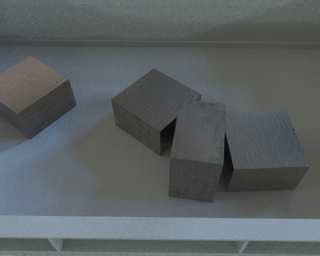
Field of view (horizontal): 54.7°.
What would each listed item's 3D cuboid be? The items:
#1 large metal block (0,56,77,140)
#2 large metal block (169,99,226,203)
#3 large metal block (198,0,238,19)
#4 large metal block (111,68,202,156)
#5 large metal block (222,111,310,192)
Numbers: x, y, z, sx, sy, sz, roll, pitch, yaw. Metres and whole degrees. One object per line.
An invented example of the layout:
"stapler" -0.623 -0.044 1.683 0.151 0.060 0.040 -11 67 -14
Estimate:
"large metal block" -0.177 -0.044 0.424 0.080 0.050 0.080 31 57 23
"large metal block" 0.041 0.026 0.347 0.050 0.080 0.080 7 51 6
"large metal block" 0.120 -0.274 0.602 0.050 0.080 0.080 27 55 21
"large metal block" -0.004 -0.023 0.408 0.080 0.050 0.080 33 58 25
"large metal block" 0.115 0.027 0.367 0.081 0.050 0.080 -2 50 -2
